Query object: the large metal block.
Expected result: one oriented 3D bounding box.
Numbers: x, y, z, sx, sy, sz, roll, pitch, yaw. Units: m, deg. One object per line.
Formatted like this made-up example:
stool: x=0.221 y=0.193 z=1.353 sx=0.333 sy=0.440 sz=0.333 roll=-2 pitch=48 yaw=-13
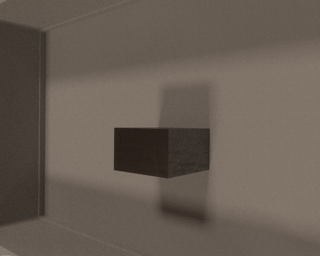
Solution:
large metal block: x=0.003 y=0.025 z=0.367 sx=0.080 sy=0.081 sz=0.050 roll=1 pitch=91 yaw=39
